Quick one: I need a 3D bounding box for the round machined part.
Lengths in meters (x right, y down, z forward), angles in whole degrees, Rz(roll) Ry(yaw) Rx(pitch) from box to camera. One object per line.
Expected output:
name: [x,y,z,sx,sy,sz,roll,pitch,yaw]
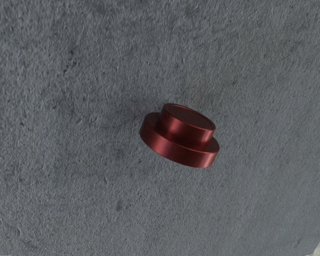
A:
round machined part: [0.028,0.003,0.376,0.099,0.098,0.042,10,113,-33]
